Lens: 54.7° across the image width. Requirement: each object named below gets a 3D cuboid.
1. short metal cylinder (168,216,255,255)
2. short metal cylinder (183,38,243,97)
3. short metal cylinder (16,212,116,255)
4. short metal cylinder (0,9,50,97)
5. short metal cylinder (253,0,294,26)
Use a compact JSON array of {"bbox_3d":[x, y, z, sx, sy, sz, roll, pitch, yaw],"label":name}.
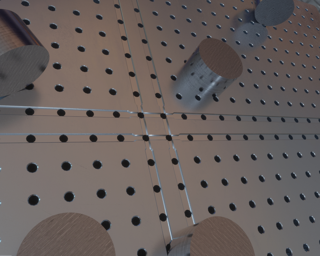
[{"bbox_3d":[0.055,0.142,0.337,0.081,0.050,0.080,14,56,-21],"label":"short metal cylinder"},{"bbox_3d":[0.085,-0.097,0.499,0.081,0.050,0.080,14,56,-21],"label":"short metal cylinder"},{"bbox_3d":[-0.085,0.121,0.273,0.081,0.050,0.080,14,56,-21],"label":"short metal cylinder"},{"bbox_3d":[-0.168,-0.078,0.330,0.081,0.080,0.050,-34,82,-38],"label":"short metal cylinder"},{"bbox_3d":[0.245,-0.271,0.674,0.081,0.080,0.050,17,55,-19],"label":"short metal cylinder"}]
